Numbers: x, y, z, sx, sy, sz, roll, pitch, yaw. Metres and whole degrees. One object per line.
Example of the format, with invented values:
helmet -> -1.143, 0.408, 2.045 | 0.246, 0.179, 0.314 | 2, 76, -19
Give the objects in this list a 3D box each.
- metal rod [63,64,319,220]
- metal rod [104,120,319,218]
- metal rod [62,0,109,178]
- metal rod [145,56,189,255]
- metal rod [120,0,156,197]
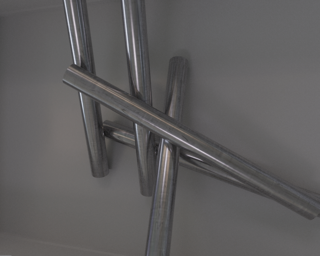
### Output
metal rod -> 0.031, 0.013, 0.335 | 0.301, 0.025, 0.025 | 29, 100, 3
metal rod -> 0.057, 0.046, 0.390 | 0.301, 0.025, 0.025 | 19, 96, 19
metal rod -> -0.091, -0.069, 0.375 | 0.025, 0.025, 0.298 | 8, 119, 20
metal rod -> 0.007, 0.050, 0.344 | 0.025, 0.025, 0.299 | -2, 65, 20
metal rod -> -0.023, -0.052, 0.352 | 0.025, 0.025, 0.298 | 5, 115, 20
